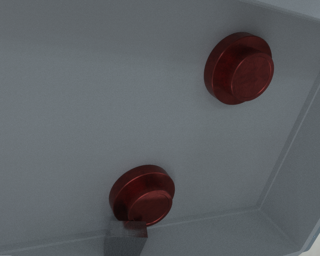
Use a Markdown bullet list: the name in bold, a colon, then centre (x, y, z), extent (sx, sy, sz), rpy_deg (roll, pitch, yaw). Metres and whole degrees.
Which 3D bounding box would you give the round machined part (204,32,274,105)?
- **round machined part**: centre (0.112, -0.075, 0.415), extent (0.099, 0.042, 0.097), rpy_deg (-14, 125, -21)

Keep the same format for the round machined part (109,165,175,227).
- **round machined part**: centre (-0.021, 0.106, 0.453), extent (0.099, 0.042, 0.097), rpy_deg (-14, 124, -21)

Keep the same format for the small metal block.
- **small metal block**: centre (-0.049, 0.156, 0.434), extent (0.050, 0.025, 0.050), rpy_deg (7, 128, -17)
